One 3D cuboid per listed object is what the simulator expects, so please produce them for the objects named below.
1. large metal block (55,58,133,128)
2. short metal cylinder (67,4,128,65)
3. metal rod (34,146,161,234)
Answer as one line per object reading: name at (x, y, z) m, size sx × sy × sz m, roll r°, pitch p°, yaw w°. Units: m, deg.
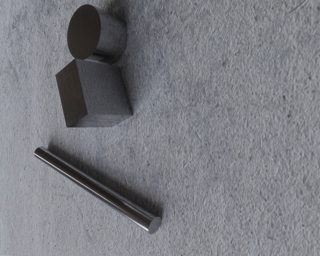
large metal block at (-0.094, -0.047, 0.447) m, size 0.050 × 0.081 × 0.080 m, roll -26°, pitch 74°, yaw 37°
short metal cylinder at (-0.095, -0.138, 0.467) m, size 0.080 × 0.050 × 0.079 m, roll 0°, pitch 90°, yaw 40°
metal rod at (-0.118, 0.088, 0.502) m, size 0.300 × 0.025 × 0.025 m, roll 20°, pitch 103°, yaw 38°
